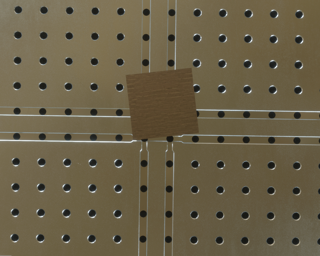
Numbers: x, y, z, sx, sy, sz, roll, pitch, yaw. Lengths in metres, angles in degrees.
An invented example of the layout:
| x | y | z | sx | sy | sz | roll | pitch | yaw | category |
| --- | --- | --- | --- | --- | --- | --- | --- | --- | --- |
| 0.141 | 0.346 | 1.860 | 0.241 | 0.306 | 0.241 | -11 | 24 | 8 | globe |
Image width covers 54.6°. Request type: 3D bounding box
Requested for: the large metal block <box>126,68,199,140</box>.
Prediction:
| x | y | z | sx | sy | sz | roll | pitch | yaw | category |
| --- | --- | --- | --- | --- | --- | --- | --- | --- | --- |
| 0.003 | -0.029 | 0.401 | 0.080 | 0.050 | 0.080 | -6 | 90 | 0 | large metal block |
